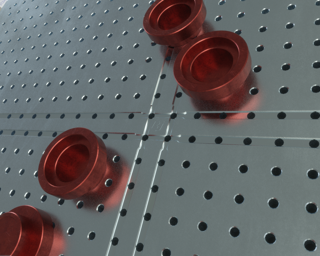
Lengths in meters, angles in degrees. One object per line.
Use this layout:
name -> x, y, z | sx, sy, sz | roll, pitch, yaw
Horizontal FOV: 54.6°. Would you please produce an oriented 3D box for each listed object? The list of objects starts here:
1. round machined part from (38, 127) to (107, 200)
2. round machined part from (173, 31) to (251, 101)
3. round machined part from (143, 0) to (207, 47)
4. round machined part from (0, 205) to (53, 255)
round machined part -> -0.114, 0.051, 0.427 | 0.098, 0.042, 0.098 | -13, 56, 21
round machined part -> 0.071, -0.077, 0.408 | 0.098, 0.042, 0.098 | -13, 56, 21
round machined part -> 0.026, -0.167, 0.487 | 0.098, 0.042, 0.098 | -13, 56, 21
round machined part -> -0.194, 0.150, 0.409 | 0.098, 0.042, 0.098 | -13, 56, 21
